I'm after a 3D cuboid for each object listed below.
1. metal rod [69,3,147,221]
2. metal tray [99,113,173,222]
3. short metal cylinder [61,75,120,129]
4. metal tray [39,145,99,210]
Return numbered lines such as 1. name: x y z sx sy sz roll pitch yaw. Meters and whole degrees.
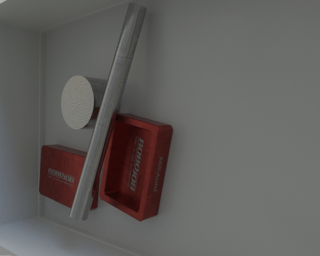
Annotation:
1. metal rod: -0.071 -0.021 0.423 0.025 0.025 0.298 17 91 38
2. metal tray: -0.036 0.050 0.431 0.090 0.030 0.129 16 100 38
3. short metal cylinder: -0.107 -0.038 0.476 0.080 0.050 0.079 0 90 39
4. metal tray: -0.158 0.082 0.530 0.130 0.030 0.089 8 95 39
